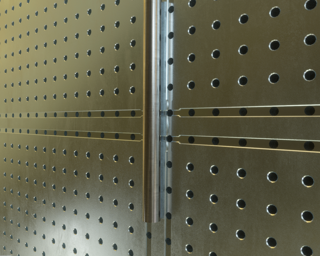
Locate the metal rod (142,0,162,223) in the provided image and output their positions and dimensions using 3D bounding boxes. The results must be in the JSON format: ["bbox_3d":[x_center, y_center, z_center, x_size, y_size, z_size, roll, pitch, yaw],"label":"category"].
[{"bbox_3d":[-0.011,-0.024,0.420,0.025,0.025,0.298,1,91,40],"label":"metal rod"}]
